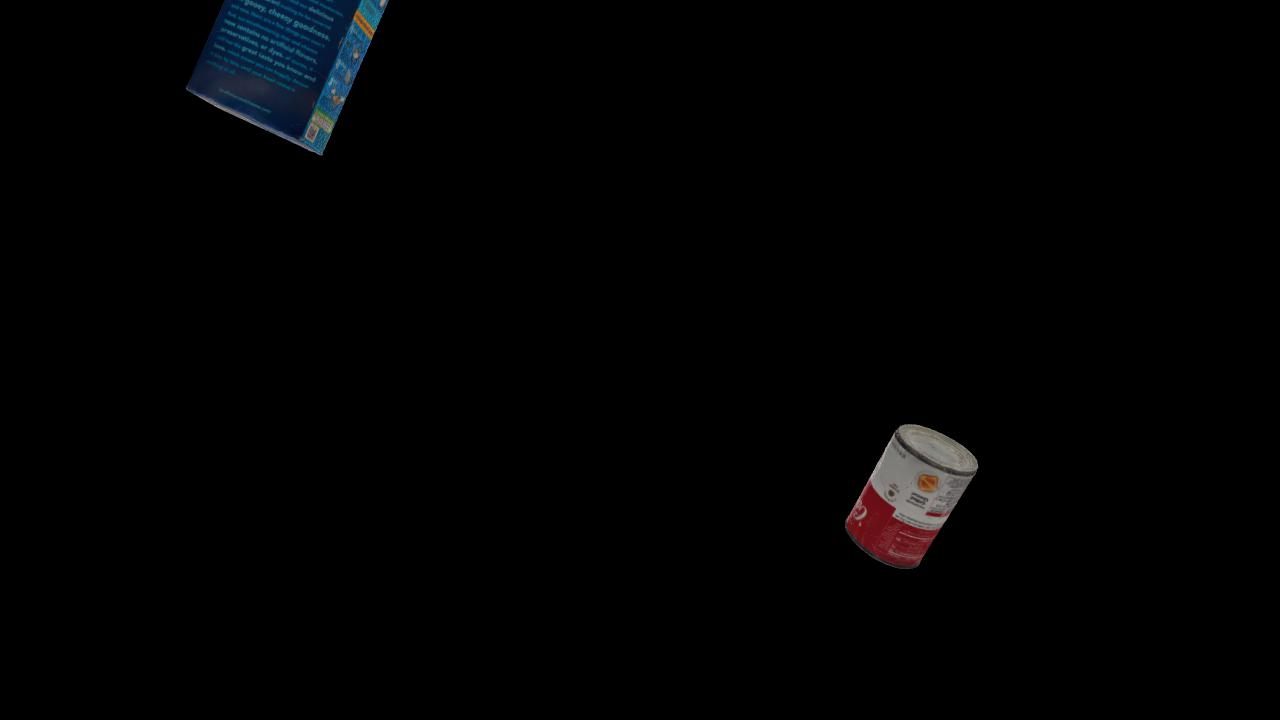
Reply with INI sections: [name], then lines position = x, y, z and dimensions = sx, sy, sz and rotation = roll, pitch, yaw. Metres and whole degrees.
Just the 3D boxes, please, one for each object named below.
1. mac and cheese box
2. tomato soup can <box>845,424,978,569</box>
[mac and cheese box]
position = -0.250, -0.260, 0.459
dimensions = 0.093, 0.184, 0.041
rotation = 24, 0, 0
[tomato soup can]
position = 0.223, 0.112, 0.510
dimensions = 0.068, 0.101, 0.068
rotation = 15, 25, -7
